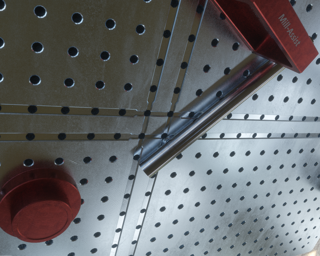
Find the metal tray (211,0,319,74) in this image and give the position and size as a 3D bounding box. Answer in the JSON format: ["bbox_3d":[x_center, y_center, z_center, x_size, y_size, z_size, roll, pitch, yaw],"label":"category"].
[{"bbox_3d":[0.116,-0.122,0.356,0.130,0.090,0.030,34,99,-39],"label":"metal tray"}]

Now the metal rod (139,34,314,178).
[{"bbox_3d":[0.095,-0.033,0.442,0.301,0.025,0.025,-39,129,-2],"label":"metal rod"}]

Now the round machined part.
[{"bbox_3d":[-0.147,0.102,0.383,0.099,0.042,0.097,-14,124,-21],"label":"round machined part"}]
